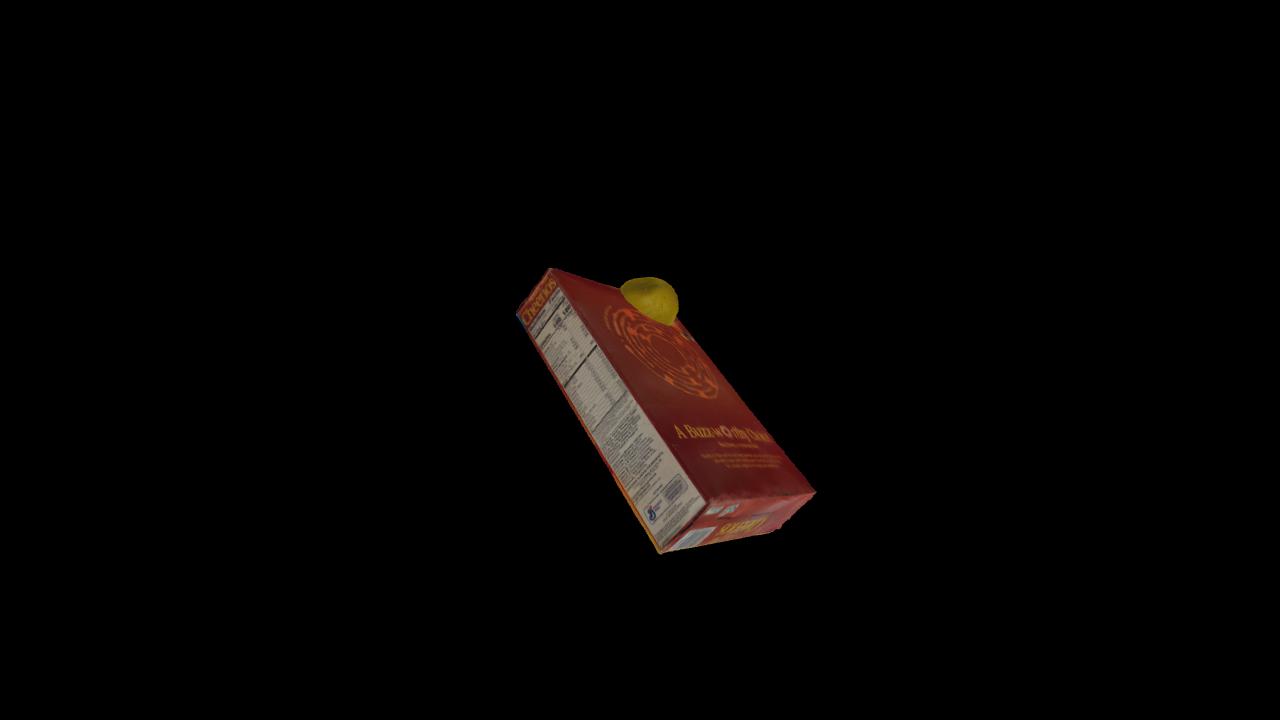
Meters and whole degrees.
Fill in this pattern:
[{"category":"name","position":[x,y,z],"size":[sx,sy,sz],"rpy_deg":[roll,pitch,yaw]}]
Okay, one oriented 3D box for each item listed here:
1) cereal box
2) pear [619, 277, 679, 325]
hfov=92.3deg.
[{"category":"cereal box","position":[0.023,0.043,0.639],"size":[0.203,0.081,0.306],"rpy_deg":[10,36,-50]},{"category":"pear","position":[0.008,-0.042,0.734],"size":[0.080,0.111,0.080],"rpy_deg":[-3,28,2]}]
